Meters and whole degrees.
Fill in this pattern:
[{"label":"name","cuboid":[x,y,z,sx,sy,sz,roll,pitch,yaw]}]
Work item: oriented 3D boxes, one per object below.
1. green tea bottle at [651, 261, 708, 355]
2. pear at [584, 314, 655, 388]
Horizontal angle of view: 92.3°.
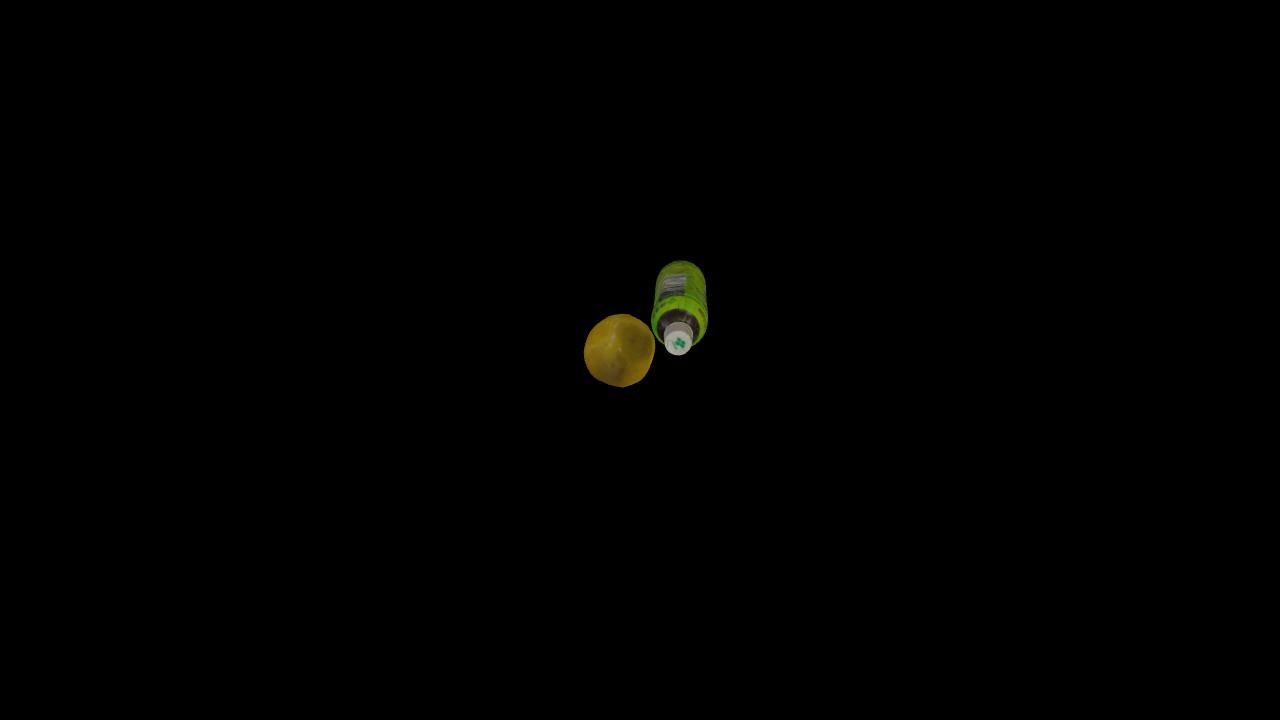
[{"label":"green tea bottle","cuboid":[0.048,-0.063,0.764,0.073,0.073,0.212,0,25,7]},{"label":"pear","cuboid":[-0.034,-0.002,0.676,0.080,0.080,0.111,0,-24,-34]}]
